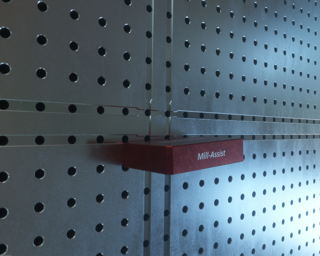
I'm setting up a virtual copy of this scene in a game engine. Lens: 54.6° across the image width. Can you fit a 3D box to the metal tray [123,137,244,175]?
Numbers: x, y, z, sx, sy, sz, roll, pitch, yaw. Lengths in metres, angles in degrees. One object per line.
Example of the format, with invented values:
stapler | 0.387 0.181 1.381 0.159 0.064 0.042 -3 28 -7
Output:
metal tray | 0.031 0.030 0.391 0.131 0.090 0.030 -3 92 -40
